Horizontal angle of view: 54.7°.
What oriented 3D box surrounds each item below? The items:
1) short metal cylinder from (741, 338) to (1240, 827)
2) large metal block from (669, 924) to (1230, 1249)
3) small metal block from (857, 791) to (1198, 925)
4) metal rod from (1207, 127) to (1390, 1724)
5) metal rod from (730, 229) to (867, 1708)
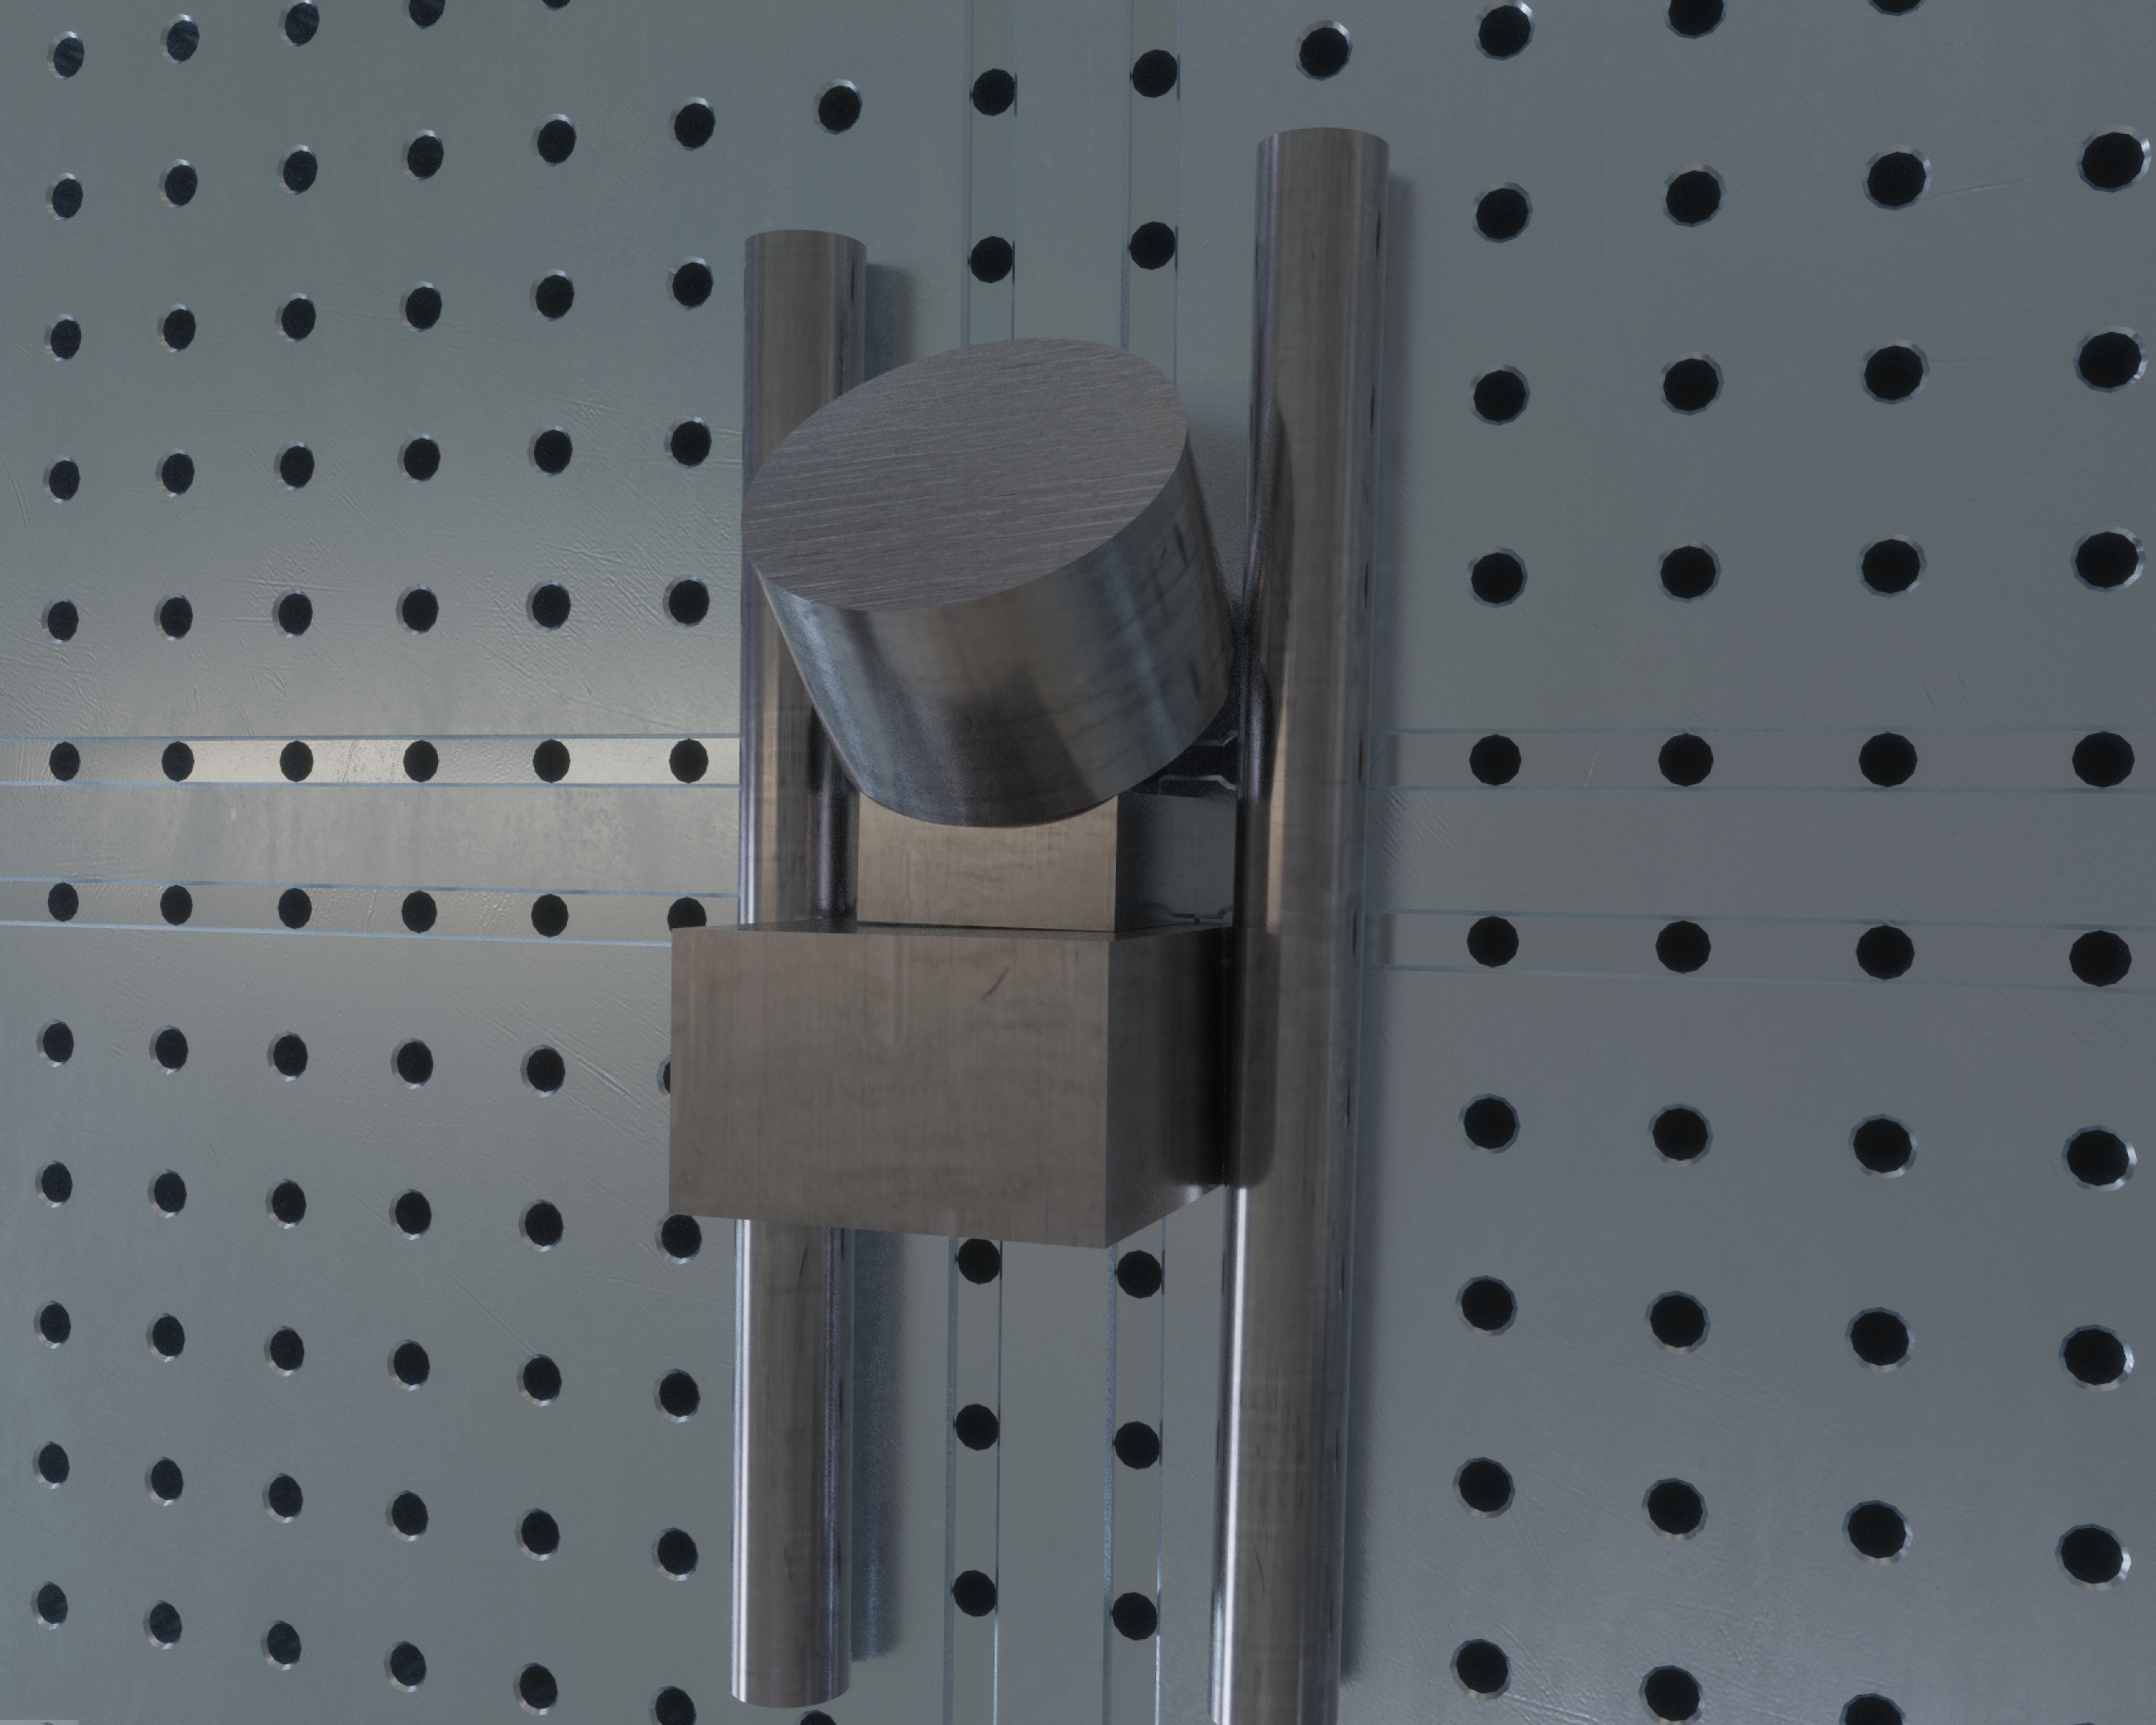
[{"bbox_3d":[-0.015,-0.052,0.381,0.080,0.050,0.080,-9,44,9],"label":"short metal cylinder"},{"bbox_3d":[-0.019,0.037,0.388,0.080,0.080,0.050,1,91,20],"label":"large metal block"},{"bbox_3d":[-0.008,-0.001,0.402,0.050,0.050,0.025,2,91,19],"label":"small metal block"},{"bbox_3d":[0.042,0.014,0.398,0.025,0.025,0.298,2,91,20],"label":"metal rod"},{"bbox_3d":[-0.058,0.022,0.433,0.025,0.025,0.298,1,90,20],"label":"metal rod"}]
